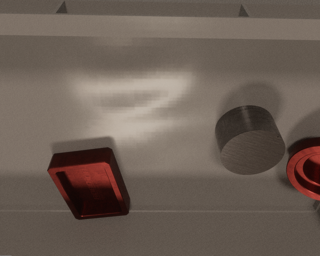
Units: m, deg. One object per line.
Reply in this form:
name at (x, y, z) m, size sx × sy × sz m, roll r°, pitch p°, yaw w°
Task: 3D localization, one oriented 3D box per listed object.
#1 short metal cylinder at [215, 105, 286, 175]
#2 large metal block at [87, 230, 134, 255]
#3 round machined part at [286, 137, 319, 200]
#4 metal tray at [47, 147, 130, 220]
short metal cylinder at (0.117, 0.017, 0.409) m, size 0.081 × 0.050 × 0.079 m, roll 0°, pitch 130°, yaw 0°
large metal block at (-0.095, 0.244, 0.602) m, size 0.081 × 0.050 × 0.079 m, roll 4°, pitch 130°, yaw -4°
round machined part at (0.231, 0.052, 0.429) m, size 0.098 × 0.042 × 0.097 m, roll 16°, pitch 129°, yaw 21°
metal tray at (-0.105, 0.090, 0.480) m, size 0.090 × 0.030 × 0.129 m, roll -7°, pitch 130°, yaw 5°
